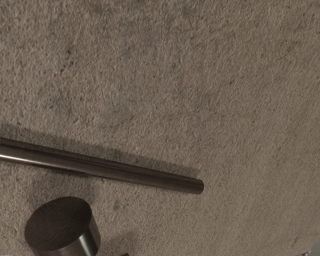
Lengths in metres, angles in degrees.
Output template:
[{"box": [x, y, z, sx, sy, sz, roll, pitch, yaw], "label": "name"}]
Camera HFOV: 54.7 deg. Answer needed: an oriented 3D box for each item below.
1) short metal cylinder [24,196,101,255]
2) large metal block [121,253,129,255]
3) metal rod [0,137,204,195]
[{"box": [-0.120, 0.133, 0.389, 0.081, 0.080, 0.050, -20, 126, -17], "label": "short metal cylinder"}, {"box": [-0.073, 0.262, 0.495, 0.081, 0.080, 0.050, -17, 125, -19], "label": "large metal block"}, {"box": [-0.055, 0.058, 0.414, 0.302, 0.025, 0.025, 18, 109, -36], "label": "metal rod"}]
